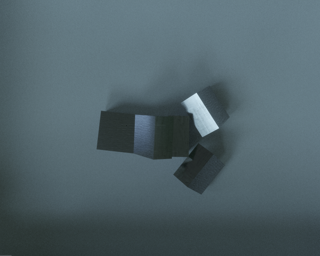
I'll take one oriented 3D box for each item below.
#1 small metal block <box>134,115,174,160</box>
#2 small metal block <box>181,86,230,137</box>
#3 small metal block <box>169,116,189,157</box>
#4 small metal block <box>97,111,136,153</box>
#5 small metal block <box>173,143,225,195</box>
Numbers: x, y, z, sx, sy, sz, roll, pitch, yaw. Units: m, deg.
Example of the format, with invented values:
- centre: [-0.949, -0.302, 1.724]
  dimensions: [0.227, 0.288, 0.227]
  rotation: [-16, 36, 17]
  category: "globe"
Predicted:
- centre: [-0.009, 0.010, 0.379]
  dimensions: [0.025, 0.050, 0.050]
  rotation: [1, 93, -32]
  category: "small metal block"
- centre: [0.059, -0.022, 0.395]
  dimensions: [0.025, 0.050, 0.050]
  rotation: [-32, 91, 32]
  category: "small metal block"
- centre: [0.022, 0.010, 0.398]
  dimensions: [0.025, 0.050, 0.050]
  rotation: [1, 90, 0]
  category: "small metal block"
- centre: [-0.053, 0.005, 0.408]
  dimensions: [0.050, 0.025, 0.050]
  rotation: [7, 90, -1]
  category: "small metal block"
- centre: [0.051, 0.053, 0.395]
  dimensions: [0.025, 0.050, 0.050]
  rotation: [38, 89, 35]
  category: "small metal block"
